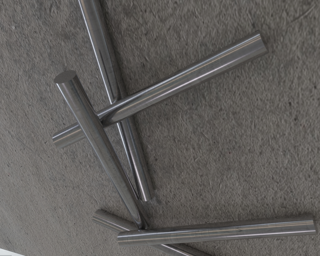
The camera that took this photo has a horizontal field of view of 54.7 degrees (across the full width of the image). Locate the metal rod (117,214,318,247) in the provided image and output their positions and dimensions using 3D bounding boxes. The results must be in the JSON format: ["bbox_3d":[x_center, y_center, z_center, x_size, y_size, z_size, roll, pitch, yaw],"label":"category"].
[{"bbox_3d":[0.063,0.153,0.451,0.300,0.025,0.025,-15,111,29],"label":"metal rod"}]

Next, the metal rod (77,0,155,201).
[{"bbox_3d":[-0.052,-0.025,0.418,0.025,0.025,0.298,0,119,28],"label":"metal rod"}]

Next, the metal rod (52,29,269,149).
[{"bbox_3d":[-0.021,-0.034,0.372,0.300,0.025,0.025,-23,106,28],"label":"metal rod"}]

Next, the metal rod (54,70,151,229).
[{"bbox_3d":[-0.064,0.053,0.426,0.025,0.025,0.299,5,136,26],"label":"metal rod"}]

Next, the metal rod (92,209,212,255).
[{"bbox_3d":[0.020,0.201,0.520,0.301,0.025,0.025,17,125,18],"label":"metal rod"}]
